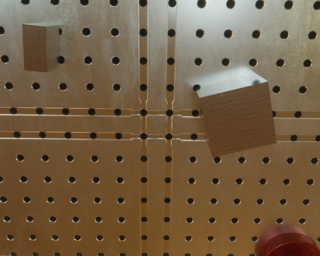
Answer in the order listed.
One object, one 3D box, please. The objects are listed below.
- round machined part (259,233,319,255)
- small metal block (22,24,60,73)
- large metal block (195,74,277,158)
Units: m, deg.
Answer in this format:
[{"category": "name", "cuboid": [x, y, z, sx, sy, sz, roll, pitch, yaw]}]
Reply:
[{"category": "round machined part", "cuboid": [0.209, 0.219, 0.487, 0.099, 0.042, 0.097, 0, 110, 0]}, {"category": "small metal block", "cuboid": [-0.137, -0.096, 0.363, 0.025, 0.050, 0.050, 6, 110, -2]}, {"category": "large metal block", "cuboid": [0.095, -0.017, 0.395, 0.080, 0.050, 0.080, -14, 110, 5]}]
